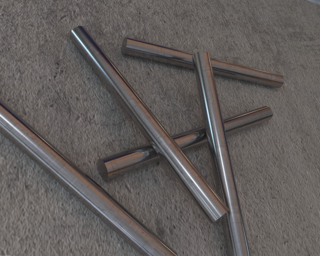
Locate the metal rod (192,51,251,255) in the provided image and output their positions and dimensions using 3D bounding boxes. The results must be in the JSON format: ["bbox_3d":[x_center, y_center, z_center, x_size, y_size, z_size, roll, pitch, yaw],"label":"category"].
[{"bbox_3d":[0.077,0.037,0.396,0.025,0.025,0.299,2,69,-27],"label":"metal rod"}]

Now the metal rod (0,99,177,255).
[{"bbox_3d":[-0.104,0.041,0.322,0.300,0.025,0.025,41,51,0],"label":"metal rod"}]

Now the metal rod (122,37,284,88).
[{"bbox_3d":[0.085,-0.103,0.511,0.302,0.025,0.025,7,59,-25],"label":"metal rod"}]

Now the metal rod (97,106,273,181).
[{"bbox_3d":[0.056,0.011,0.427,0.302,0.025,0.025,-16,71,-35],"label":"metal rod"}]

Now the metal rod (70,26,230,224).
[{"bbox_3d":[-0.024,-0.017,0.375,0.025,0.025,0.300,-24,67,-36],"label":"metal rod"}]
